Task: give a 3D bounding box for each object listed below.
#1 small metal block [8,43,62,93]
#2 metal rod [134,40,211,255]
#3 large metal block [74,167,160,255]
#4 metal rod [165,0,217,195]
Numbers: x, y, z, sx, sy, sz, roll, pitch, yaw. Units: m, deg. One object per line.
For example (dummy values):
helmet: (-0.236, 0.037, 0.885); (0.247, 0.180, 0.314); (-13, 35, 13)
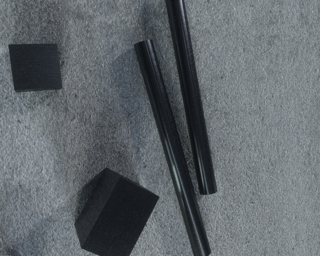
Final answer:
small metal block: (-0.142, -0.069, 0.357); (0.050, 0.025, 0.050); (-7, 93, -20)
metal rod: (0.019, 0.032, 0.417); (0.025, 0.025, 0.298); (-18, 96, -19)
large metal block: (-0.053, 0.098, 0.361); (0.050, 0.080, 0.080); (31, 80, -18)
metal rod: (0.041, -0.056, 0.425); (0.025, 0.025, 0.298); (-12, 94, -20)
